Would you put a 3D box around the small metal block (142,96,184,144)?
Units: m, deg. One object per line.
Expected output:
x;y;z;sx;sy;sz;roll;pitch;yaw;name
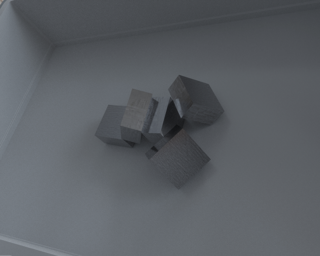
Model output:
0.006;-0.004;0.387;0.025;0.050;0.050;1;62;28;small metal block

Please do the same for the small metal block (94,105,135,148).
-0.055;-0.003;0.432;0.050;0.025;0.050;7;65;31;small metal block

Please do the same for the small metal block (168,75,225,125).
0.044;-0.034;0.381;0.025;0.050;0.050;-52;44;34;small metal block

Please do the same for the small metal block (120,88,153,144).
-0.030;-0.013;0.387;0.025;0.050;0.050;15;69;0;small metal block

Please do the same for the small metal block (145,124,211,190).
0.020;0.033;0.353;0.050;0.050;0.025;-43;16;-3;small metal block
